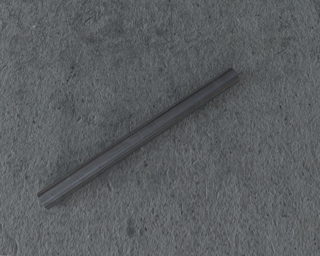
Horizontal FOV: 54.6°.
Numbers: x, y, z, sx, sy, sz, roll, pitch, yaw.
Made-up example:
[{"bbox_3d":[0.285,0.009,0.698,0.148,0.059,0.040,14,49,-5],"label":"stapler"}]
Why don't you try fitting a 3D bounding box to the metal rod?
[{"bbox_3d":[-0.019,0.007,0.407,0.301,0.025,0.025,-34,74,-12],"label":"metal rod"}]
